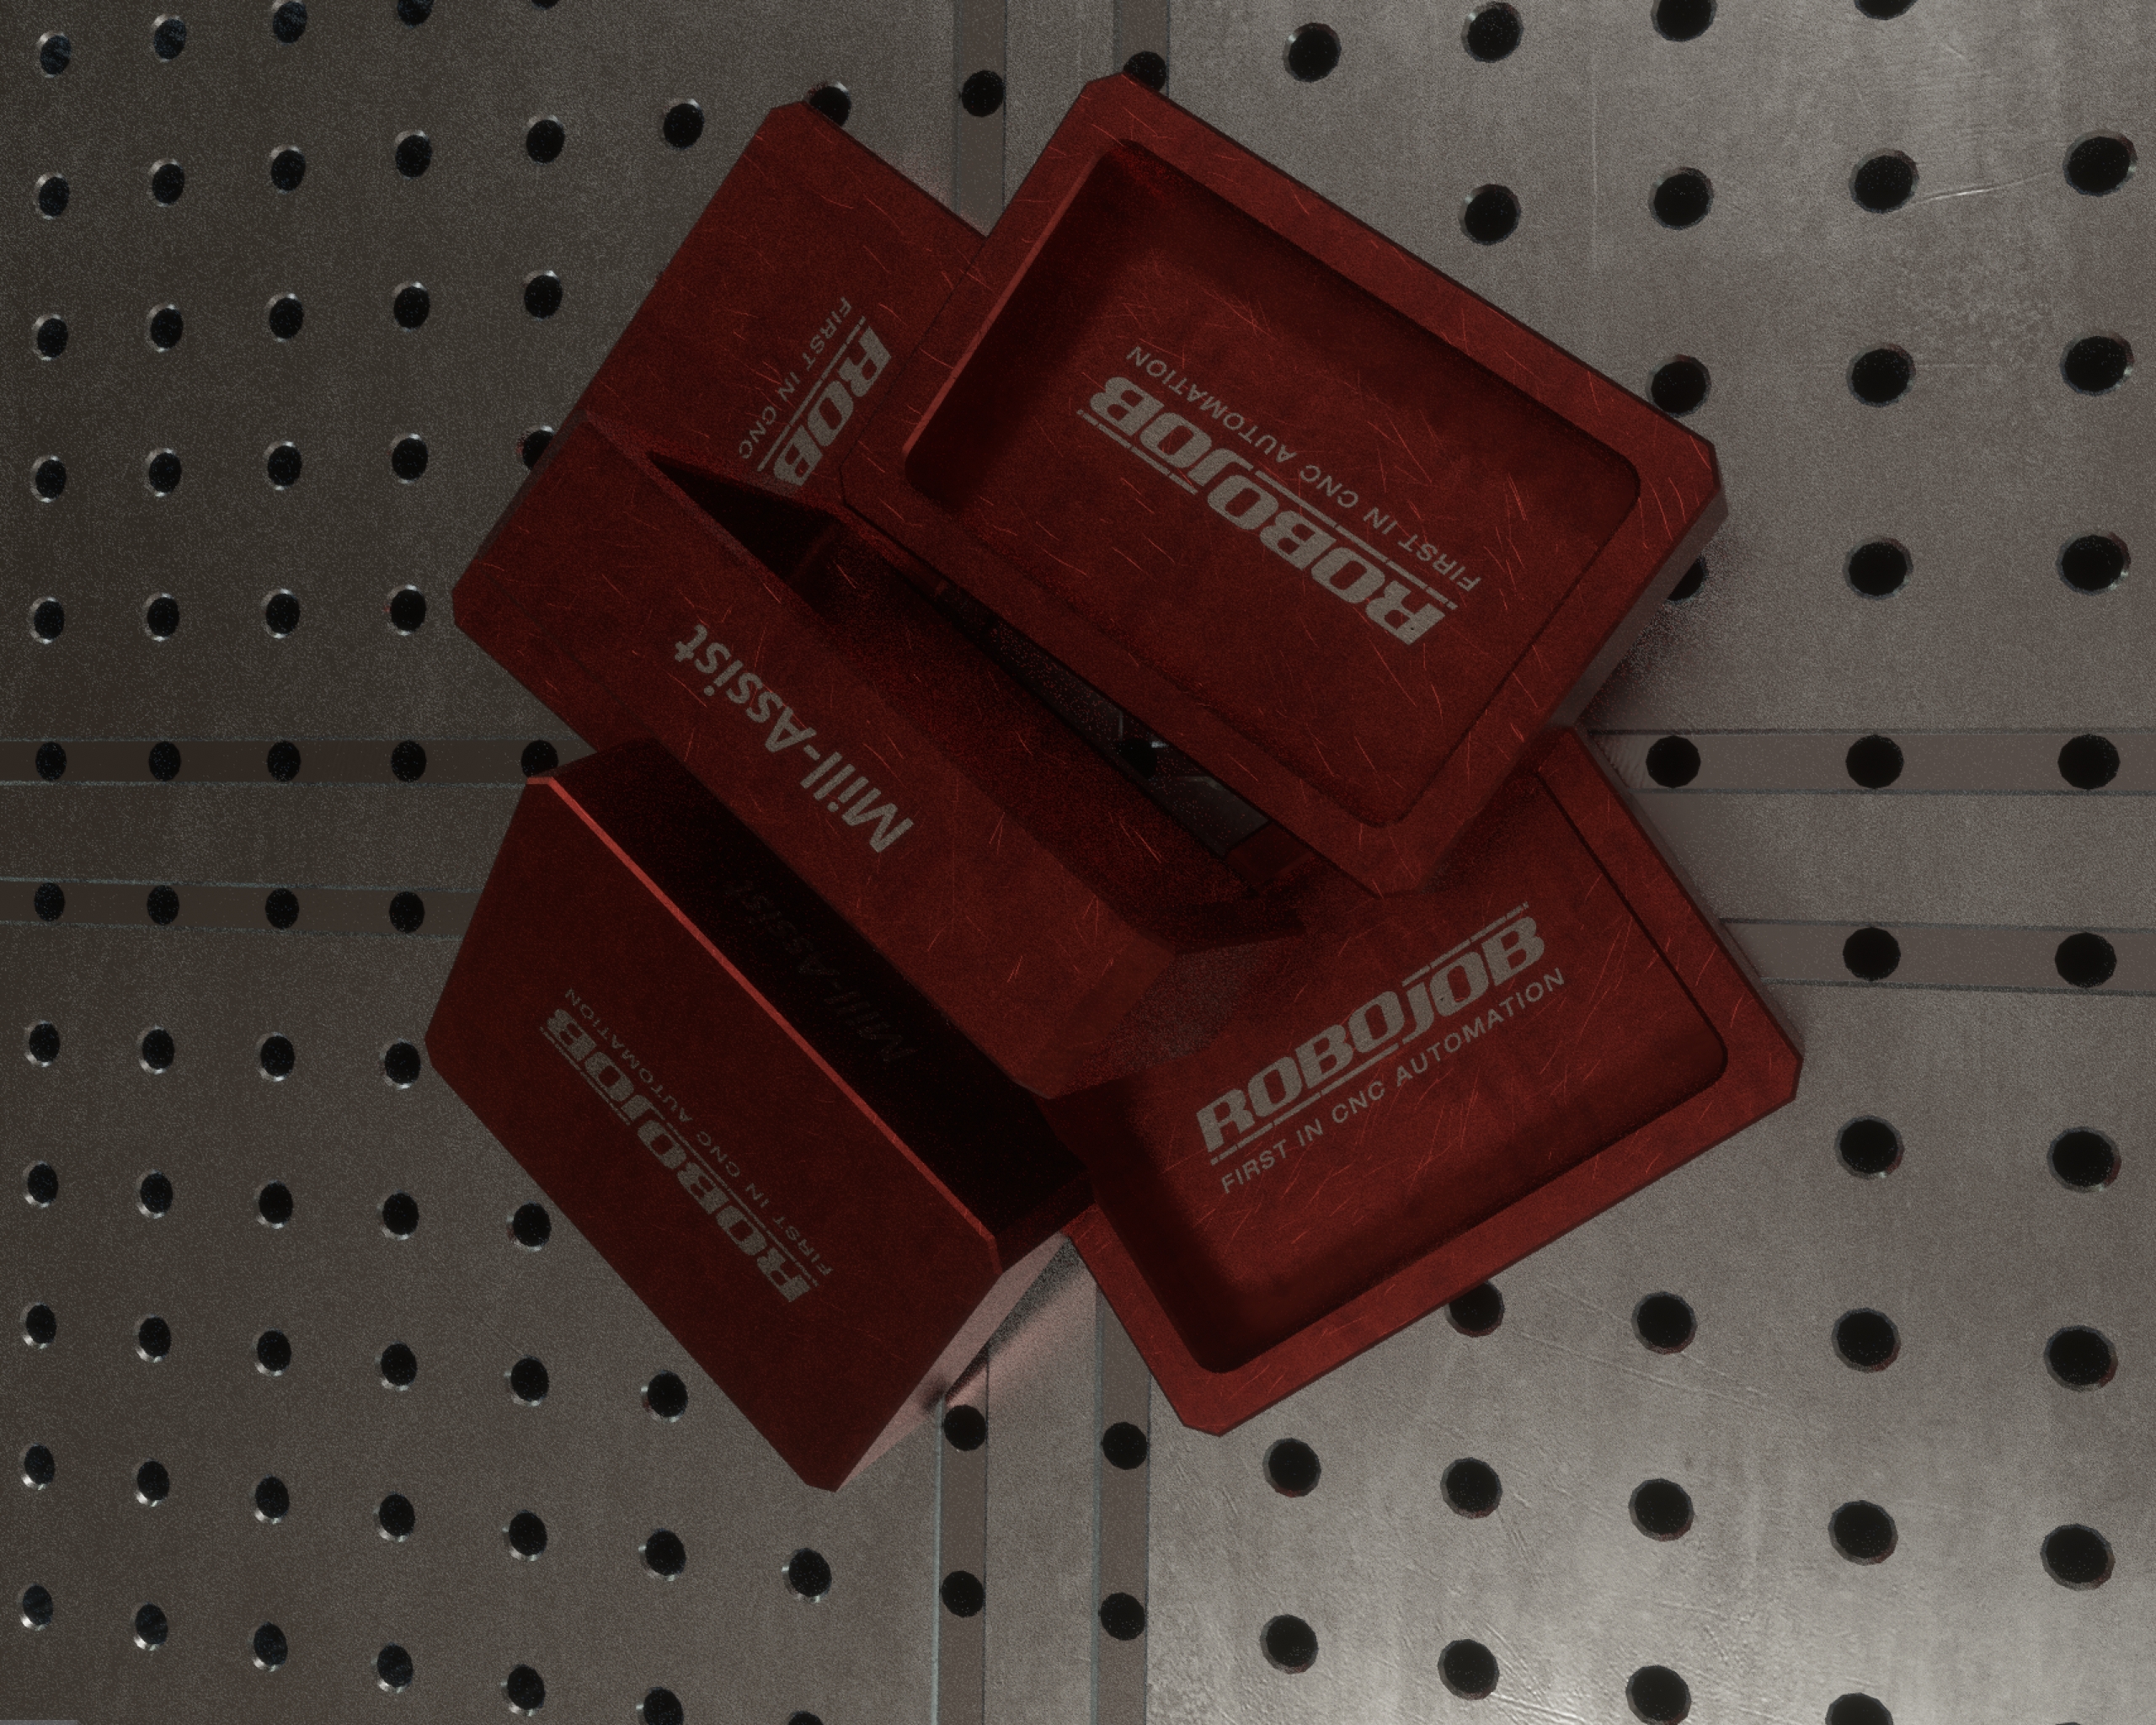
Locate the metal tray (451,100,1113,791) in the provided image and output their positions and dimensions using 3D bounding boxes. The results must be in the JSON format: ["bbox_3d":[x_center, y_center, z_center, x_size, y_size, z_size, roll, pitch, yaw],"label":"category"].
[{"bbox_3d":[-0.058,-0.076,0.428,0.090,0.030,0.130,40,102,15],"label":"metal tray"}]

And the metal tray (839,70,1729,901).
[{"bbox_3d":[0.034,-0.065,0.365,0.130,0.030,0.090,38,102,15],"label":"metal tray"}]

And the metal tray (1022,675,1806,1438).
[{"bbox_3d":[0.055,0.036,0.389,0.130,0.030,0.090,-35,79,16],"label":"metal tray"}]

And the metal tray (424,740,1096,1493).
[{"bbox_3d":[-0.068,0.050,0.413,0.130,0.030,0.089,44,129,14],"label":"metal tray"}]

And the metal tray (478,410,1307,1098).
[{"bbox_3d":[-0.028,-0.019,0.354,0.130,0.090,0.030,42,103,14],"label":"metal tray"}]
